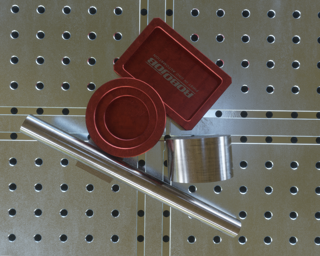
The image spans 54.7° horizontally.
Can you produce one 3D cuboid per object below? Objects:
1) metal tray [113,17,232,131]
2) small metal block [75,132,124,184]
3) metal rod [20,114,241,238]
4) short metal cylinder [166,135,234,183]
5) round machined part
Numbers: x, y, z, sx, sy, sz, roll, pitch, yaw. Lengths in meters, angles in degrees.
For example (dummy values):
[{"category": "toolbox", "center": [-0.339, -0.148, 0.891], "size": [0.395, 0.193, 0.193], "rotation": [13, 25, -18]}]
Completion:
[{"category": "metal tray", "center": [0.016, -0.069, 0.410], "size": [0.130, 0.030, 0.090], "rotation": [40, 89, 0]}, {"category": "small metal block", "center": [-0.075, 0.038, 0.413], "size": [0.050, 0.025, 0.050], "rotation": [28, 90, -1]}, {"category": "metal rod", "center": [-0.029, 0.065, 0.393], "size": [0.301, 0.025, 0.025], "rotation": [28, 90, -9]}, {"category": "short metal cylinder", "center": [0.049, 0.036, 0.385], "size": [0.081, 0.080, 0.050], "rotation": [-4, 90, -1]}, {"category": "round machined part", "center": [-0.041, -0.013, 0.396], "size": [0.099, 0.042, 0.097], "rotation": [0, 90, 1]}]
